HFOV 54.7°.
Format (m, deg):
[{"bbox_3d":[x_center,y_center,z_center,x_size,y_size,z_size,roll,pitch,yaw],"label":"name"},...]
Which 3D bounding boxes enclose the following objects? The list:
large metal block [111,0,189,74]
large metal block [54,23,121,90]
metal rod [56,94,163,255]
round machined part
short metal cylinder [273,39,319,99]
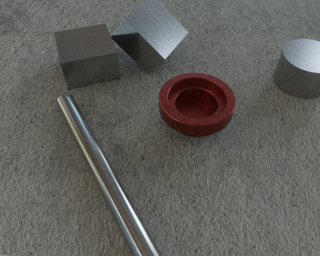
[{"bbox_3d":[-0.015,-0.146,0.485,0.080,0.050,0.080,44,55,-12],"label":"large metal block"},{"bbox_3d":[-0.112,-0.112,0.480,0.081,0.050,0.080,-14,52,-12],"label":"large metal block"},{"bbox_3d":[-0.058,0.062,0.349,0.025,0.025,0.300,-24,54,-19],"label":"metal rod"},{"bbox_3d":[0.048,-0.026,0.415,0.099,0.042,0.098,0,50,0],"label":"round machined part"},{"bbox_3d":[0.218,-0.089,0.465,0.081,0.050,0.080,0,50,0],"label":"short metal cylinder"}]
